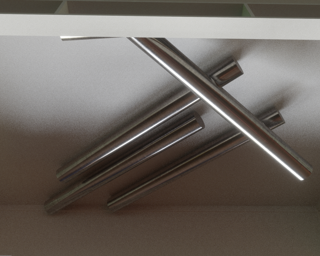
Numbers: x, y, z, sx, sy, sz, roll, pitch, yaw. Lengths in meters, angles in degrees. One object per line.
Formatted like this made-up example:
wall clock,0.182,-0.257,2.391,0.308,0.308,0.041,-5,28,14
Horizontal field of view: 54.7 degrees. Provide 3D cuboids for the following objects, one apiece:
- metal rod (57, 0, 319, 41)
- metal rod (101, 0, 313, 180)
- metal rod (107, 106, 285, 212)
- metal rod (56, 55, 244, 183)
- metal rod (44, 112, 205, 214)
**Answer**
metal rod,0.060,-0.106,0.296,0.302,0.025,0.025,-5,130,-5
metal rod,0.062,-0.034,0.344,0.301,0.025,0.025,37,121,-15
metal rod,0.037,0.055,0.456,0.300,0.025,0.025,-32,123,24
metal rod,-0.030,0.000,0.408,0.300,0.025,0.025,-31,124,24
metal rod,-0.066,0.061,0.459,0.300,0.025,0.025,-31,124,23
